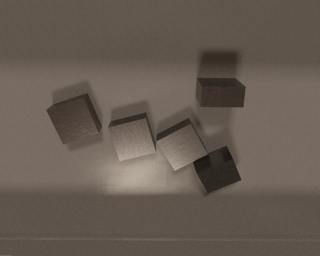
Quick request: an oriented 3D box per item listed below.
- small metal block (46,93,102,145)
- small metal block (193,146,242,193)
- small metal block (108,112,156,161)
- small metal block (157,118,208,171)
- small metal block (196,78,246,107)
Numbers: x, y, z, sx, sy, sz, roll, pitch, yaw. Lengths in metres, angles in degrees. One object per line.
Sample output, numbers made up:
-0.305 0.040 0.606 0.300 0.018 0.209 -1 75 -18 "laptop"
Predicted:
-0.111 -0.012 0.405 0.050 0.025 0.050 -18 109 6 "small metal block"
0.078 0.058 0.425 0.050 0.025 0.050 -24 131 8 "small metal block"
-0.036 0.012 0.415 0.050 0.025 0.050 -14 110 4 "small metal block"
0.030 0.022 0.420 0.050 0.025 0.050 -28 108 9 "small metal block"
0.073 -0.045 0.383 0.050 0.050 0.025 0 110 -1 "small metal block"
